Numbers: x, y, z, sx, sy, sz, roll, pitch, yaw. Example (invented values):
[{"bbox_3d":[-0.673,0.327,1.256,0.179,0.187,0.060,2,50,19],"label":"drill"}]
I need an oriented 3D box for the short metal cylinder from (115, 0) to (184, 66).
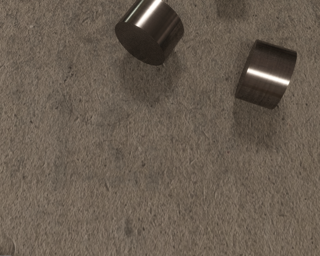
[{"bbox_3d":[-0.014,-0.132,0.427,0.080,0.080,0.050,31,73,10],"label":"short metal cylinder"}]

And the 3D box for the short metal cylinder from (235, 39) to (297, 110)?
[{"bbox_3d":[0.136,-0.070,0.406,0.050,0.080,0.080,20,71,7],"label":"short metal cylinder"}]
